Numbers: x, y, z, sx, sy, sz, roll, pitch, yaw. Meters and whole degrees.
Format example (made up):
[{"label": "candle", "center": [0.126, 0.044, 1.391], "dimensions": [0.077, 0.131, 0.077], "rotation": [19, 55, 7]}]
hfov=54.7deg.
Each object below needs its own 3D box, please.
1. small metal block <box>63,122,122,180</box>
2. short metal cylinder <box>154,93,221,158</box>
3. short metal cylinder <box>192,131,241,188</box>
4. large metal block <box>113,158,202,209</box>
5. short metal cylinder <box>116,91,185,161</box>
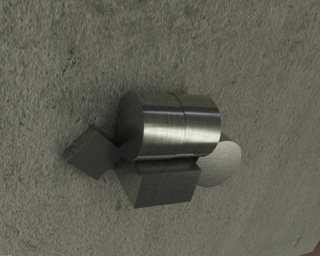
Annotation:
[{"label": "small metal block", "center": [-0.081, 0.030, 0.383], "dimensions": [0.050, 0.025, 0.050], "rotation": [-44, 129, 2]}, {"label": "short metal cylinder", "center": [0.031, -0.003, 0.388], "dimensions": [0.050, 0.080, 0.079], "rotation": [1, 118, -29]}, {"label": "short metal cylinder", "center": [0.071, 0.040, 0.456], "dimensions": [0.081, 0.050, 0.079], "rotation": [-14, 124, -21]}, {"label": "large metal block", "center": [-0.006, 0.054, 0.404], "dimensions": [0.081, 0.080, 0.050], "rotation": [1, 118, -29]}, {"label": "short metal cylinder", "center": [-0.013, -0.002, 0.365], "dimensions": [0.050, 0.080, 0.079], "rotation": [1, 118, -29]}]
